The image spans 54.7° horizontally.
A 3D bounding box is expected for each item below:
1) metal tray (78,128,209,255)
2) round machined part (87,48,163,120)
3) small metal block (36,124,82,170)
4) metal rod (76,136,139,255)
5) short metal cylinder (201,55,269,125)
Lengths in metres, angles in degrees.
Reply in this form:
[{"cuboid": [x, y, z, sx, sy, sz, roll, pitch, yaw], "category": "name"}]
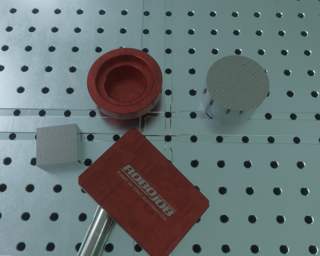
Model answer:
[{"cuboid": [-0.019, 0.076, 0.362, 0.130, 0.030, 0.090, 45, 70, 1], "category": "metal tray"}, {"cuboid": [-0.046, -0.057, 0.423, 0.099, 0.042, 0.098, 0, 70, 0], "category": "round machined part"}, {"cuboid": [-0.130, 0.024, 0.401, 0.050, 0.025, 0.050, -7, 70, -3], "category": "small metal block"}, {"cuboid": [-0.083, 0.148, 0.356, 0.025, 0.025, 0.300, 20, 71, 6], "category": "metal rod"}, {"cuboid": [0.099, -0.050, 0.418, 0.081, 0.050, 0.080, 0, 70, 0], "category": "short metal cylinder"}]
